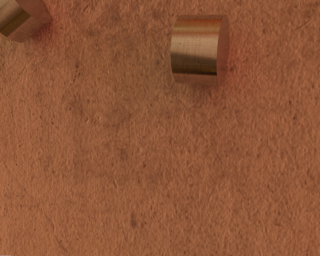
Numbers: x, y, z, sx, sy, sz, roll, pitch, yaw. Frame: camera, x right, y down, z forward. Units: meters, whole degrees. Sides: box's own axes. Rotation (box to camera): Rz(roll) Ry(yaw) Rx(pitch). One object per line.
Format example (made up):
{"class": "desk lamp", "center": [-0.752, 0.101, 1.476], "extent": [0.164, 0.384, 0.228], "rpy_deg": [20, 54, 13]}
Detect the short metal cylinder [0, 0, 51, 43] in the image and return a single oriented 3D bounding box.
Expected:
{"class": "short metal cylinder", "center": [-0.209, -0.173, 0.452], "extent": [0.050, 0.080, 0.080], "rpy_deg": [-31, 80, 17]}

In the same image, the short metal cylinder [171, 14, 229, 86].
{"class": "short metal cylinder", "center": [0.049, -0.090, 0.362], "extent": [0.050, 0.080, 0.079], "rpy_deg": [7, 92, 19]}
